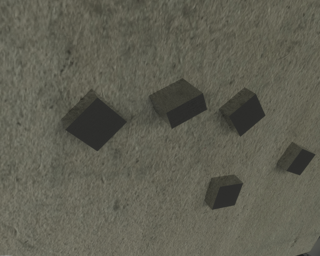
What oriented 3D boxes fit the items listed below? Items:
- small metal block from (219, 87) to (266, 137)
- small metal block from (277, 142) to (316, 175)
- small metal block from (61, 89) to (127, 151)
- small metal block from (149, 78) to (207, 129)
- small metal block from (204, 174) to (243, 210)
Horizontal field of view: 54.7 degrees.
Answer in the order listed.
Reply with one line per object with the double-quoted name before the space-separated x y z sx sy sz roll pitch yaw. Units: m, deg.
"small metal block" 0.123 -0.023 0.462 0.050 0.025 0.050 -40 130 -1
"small metal block" 0.259 0.059 0.588 0.050 0.025 0.050 19 108 -36
"small metal block" -0.076 -0.009 0.361 0.050 0.025 0.050 -45 130 3
"small metal block" 0.022 -0.032 0.385 0.050 0.050 0.025 -29 129 -11
"small metal block" 0.110 0.111 0.539 0.050 0.025 0.050 -2 120 -28
